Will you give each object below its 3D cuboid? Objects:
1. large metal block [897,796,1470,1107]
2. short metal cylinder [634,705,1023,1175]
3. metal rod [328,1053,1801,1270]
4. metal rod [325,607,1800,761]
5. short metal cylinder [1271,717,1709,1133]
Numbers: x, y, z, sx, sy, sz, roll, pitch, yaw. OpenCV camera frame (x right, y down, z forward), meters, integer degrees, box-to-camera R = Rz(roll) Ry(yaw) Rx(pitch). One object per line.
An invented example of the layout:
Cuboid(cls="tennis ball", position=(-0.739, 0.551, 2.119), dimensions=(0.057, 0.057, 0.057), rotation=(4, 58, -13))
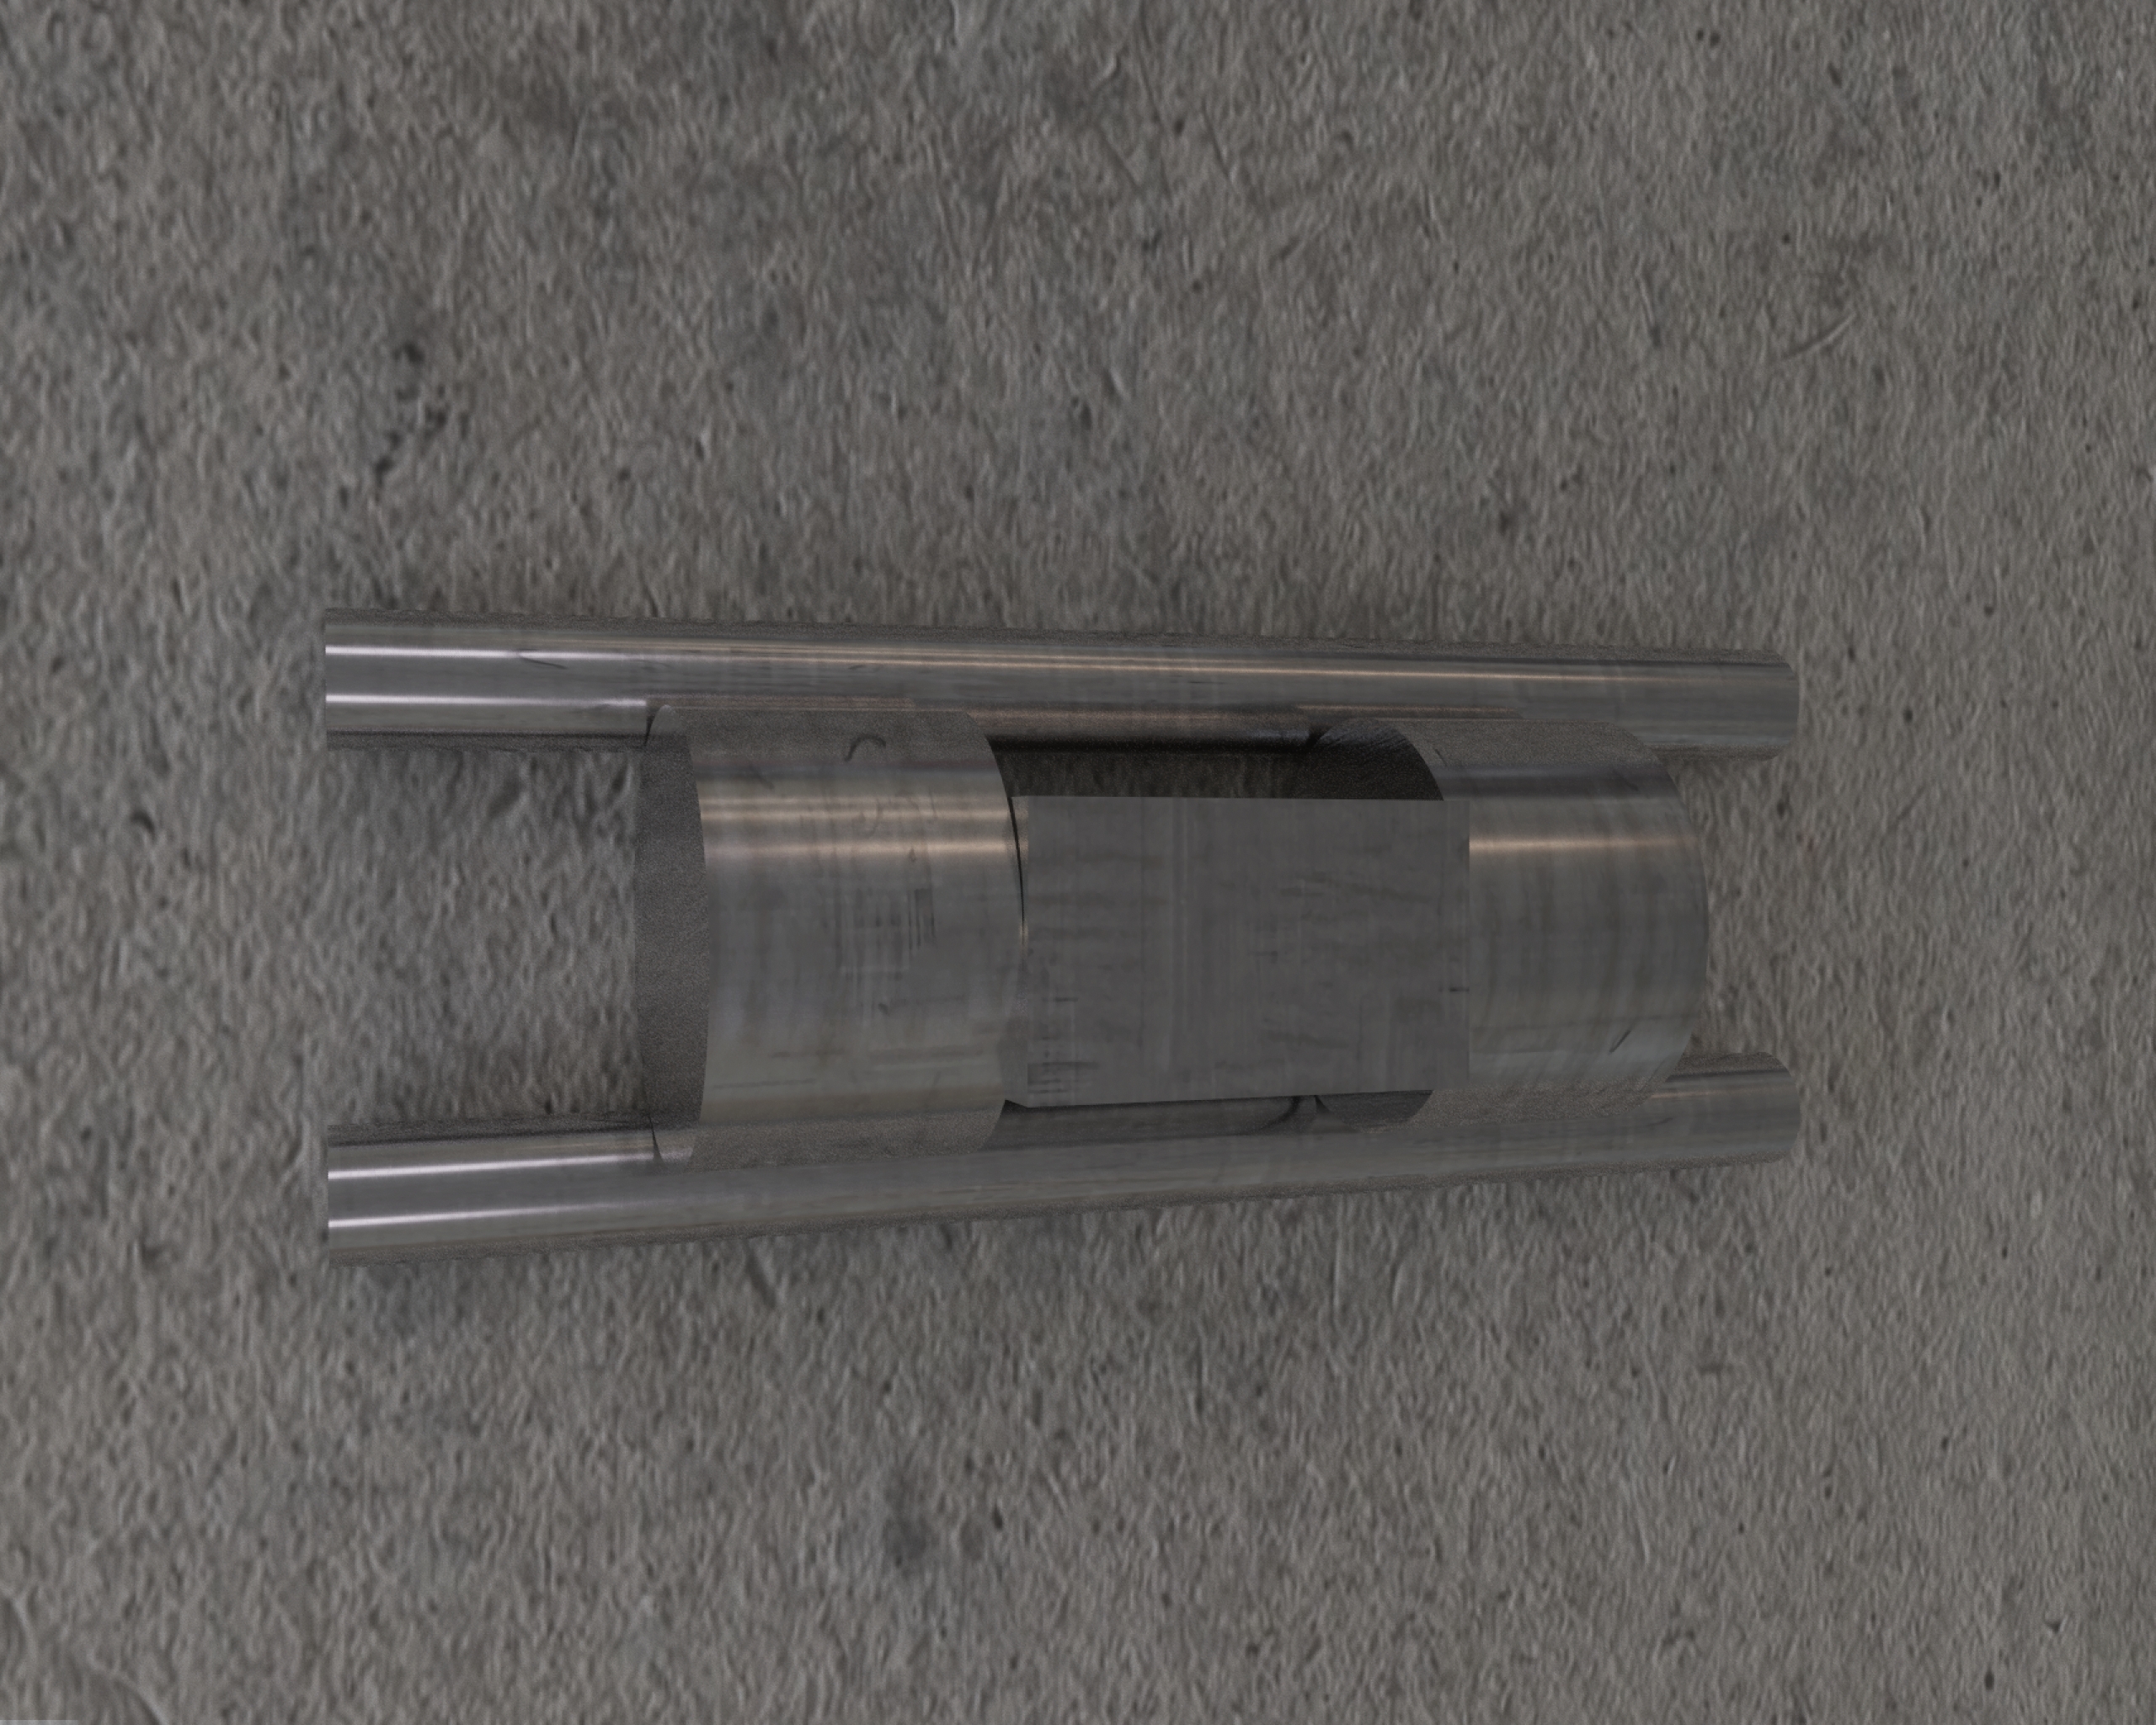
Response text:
Cuboid(cls="large metal block", position=(0.016, 0.014, 0.384), dimensions=(0.081, 0.080, 0.050), rotation=(0, 90, -20))
Cuboid(cls="short metal cylinder", position=(-0.046, 0.013, 0.363), dimensions=(0.050, 0.080, 0.079), rotation=(-1, 91, -20))
Cuboid(cls="metal rod", position=(0.012, 0.056, 0.415), dimensions=(0.303, 0.025, 0.025), rotation=(-1, 91, -20))
Cuboid(cls="metal rod", position=(0.011, -0.033, 0.414), dimensions=(0.303, 0.025, 0.025), rotation=(-1, 91, -20))
Cuboid(cls="short metal cylinder", position=(0.078, 0.012, 0.409), dimensions=(0.050, 0.080, 0.079), rotation=(-1, 91, -20))
